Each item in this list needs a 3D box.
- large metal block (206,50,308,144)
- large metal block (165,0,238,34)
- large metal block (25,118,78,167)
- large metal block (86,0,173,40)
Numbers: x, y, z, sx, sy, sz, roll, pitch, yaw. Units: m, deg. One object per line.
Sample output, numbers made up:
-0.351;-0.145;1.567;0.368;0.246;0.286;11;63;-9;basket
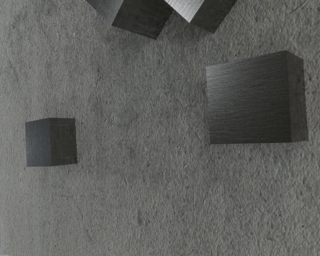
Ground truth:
0.096;-0.025;0.309;0.080;0.050;0.080;-4;87;40;large metal block
0.047;-0.168;0.350;0.080;0.050;0.080;52;120;27;large metal block
-0.193;0.026;0.549;0.080;0.050;0.080;-7;86;40;large metal block
-0.042;-0.166;0.404;0.080;0.081;0.050;49;119;29;large metal block
